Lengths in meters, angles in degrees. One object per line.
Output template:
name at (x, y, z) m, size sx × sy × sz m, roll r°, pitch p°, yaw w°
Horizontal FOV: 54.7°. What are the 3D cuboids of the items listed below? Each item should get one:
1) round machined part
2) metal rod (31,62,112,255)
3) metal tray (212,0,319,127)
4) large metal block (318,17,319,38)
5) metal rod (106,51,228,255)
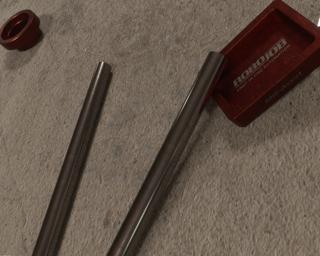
round machined part at (-0.300, -0.206, 0.673) m, size 0.098 × 0.042 × 0.098 m, roll -13°, pitch 56°, yaw 20°
metal rod at (-0.119, 0.030, 0.445) m, size 0.025 × 0.025 × 0.299 m, roll -3°, pitch 60°, yaw 26°
metal tray at (0.117, -0.075, 0.363) m, size 0.130 × 0.030 × 0.090 m, roll -43°, pitch 50°, yaw 18°
large metal block at (0.229, -0.126, 0.346) m, size 0.080 × 0.050 × 0.080 m, roll 10°, pitch 67°, yaw 32°
metal rod at (0.003, 0.047, 0.350) m, size 0.025 × 0.025 × 0.299 m, roll 21°, pitch 79°, yaw 35°
